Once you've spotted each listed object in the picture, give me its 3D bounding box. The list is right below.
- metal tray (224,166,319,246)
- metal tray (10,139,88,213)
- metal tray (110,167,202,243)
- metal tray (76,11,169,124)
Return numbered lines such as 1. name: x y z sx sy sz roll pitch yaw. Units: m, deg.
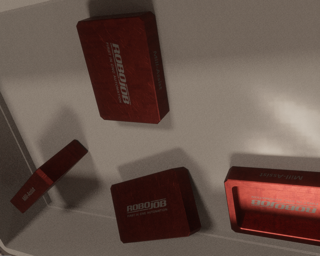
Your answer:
1. metal tray: 0.152 0.096 0.384 0.130 0.030 0.089 1 119 27
2. metal tray: -0.183 0.080 0.509 0.030 0.090 0.129 47 129 -5
3. metal tray: -0.011 0.115 0.454 0.130 0.030 0.090 -21 77 35
4. metal tray: -0.043 -0.071 0.383 0.090 0.030 0.129 5 121 25
